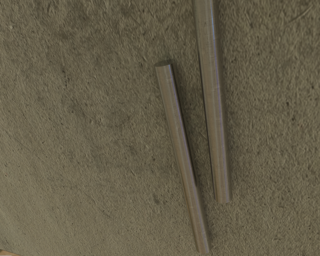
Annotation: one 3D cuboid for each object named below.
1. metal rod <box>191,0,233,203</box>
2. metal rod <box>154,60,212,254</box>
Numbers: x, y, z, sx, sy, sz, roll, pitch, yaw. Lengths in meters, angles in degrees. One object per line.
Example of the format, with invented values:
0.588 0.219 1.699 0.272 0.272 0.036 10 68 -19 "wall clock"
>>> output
0.061 -0.037 0.350 0.025 0.025 0.298 4 120 26 "metal rod"
0.037 0.056 0.420 0.025 0.025 0.298 1 119 27 "metal rod"
